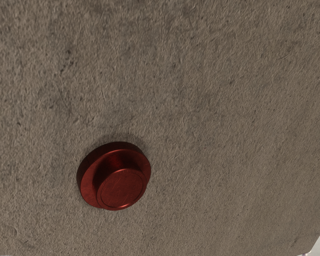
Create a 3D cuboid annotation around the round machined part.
[{"bbox_3d":[-0.056,0.070,0.410,0.099,0.042,0.097,-14,125,-21],"label":"round machined part"}]
